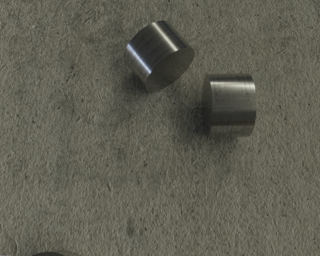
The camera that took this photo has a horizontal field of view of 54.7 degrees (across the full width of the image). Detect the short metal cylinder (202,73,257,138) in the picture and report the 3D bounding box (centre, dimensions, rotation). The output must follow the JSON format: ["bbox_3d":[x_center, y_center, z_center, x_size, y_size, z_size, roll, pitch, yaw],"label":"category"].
[{"bbox_3d":[0.084,-0.028,0.390,0.050,0.080,0.080,-1,70,0],"label":"short metal cylinder"}]

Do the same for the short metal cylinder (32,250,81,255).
[{"bbox_3d":[-0.115,0.174,0.330,0.081,0.050,0.080,0,70,0],"label":"short metal cylinder"}]

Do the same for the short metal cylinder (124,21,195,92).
[{"bbox_3d":[-0.001,-0.094,0.413,0.080,0.080,0.050,-34,74,-12],"label":"short metal cylinder"}]
